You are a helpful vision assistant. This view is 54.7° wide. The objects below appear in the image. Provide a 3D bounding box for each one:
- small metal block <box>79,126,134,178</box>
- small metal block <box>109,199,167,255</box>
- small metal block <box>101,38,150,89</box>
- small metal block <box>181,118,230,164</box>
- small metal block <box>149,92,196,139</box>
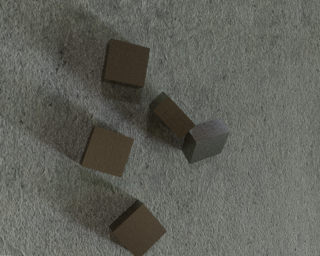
[{"bbox_3d":[-0.066,0.029,0.385,0.050,0.025,0.050,20,83,-19],"label":"small metal block"},{"bbox_3d":[-0.028,0.130,0.399,0.050,0.025,0.050,-41,103,-15],"label":"small metal block"},{"bbox_3d":[-0.044,-0.080,0.393,0.050,0.025,0.050,10,87,-20],"label":"small metal block"},{"bbox_3d":[0.060,0.018,0.416,0.050,0.050,0.025,-17,55,-19],"label":"small metal block"},{"bbox_3d":[0.015,-0.018,0.398,0.025,0.050,0.050,-43,104,4],"label":"small metal block"}]
